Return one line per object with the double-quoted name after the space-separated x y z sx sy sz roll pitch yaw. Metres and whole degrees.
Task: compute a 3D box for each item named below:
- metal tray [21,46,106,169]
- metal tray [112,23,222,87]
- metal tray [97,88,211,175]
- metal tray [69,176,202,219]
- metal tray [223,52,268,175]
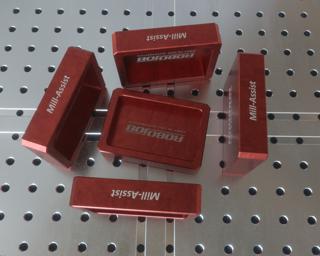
-0.112 -0.022 0.385 0.030 0.090 0.130 17 71 6 "metal tray"
0.008 -0.093 0.411 0.131 0.090 0.030 -6 70 -2 "metal tray"
-0.006 0.003 0.407 0.131 0.030 0.090 11 70 3 "metal tray"
-0.024 0.081 0.348 0.131 0.090 0.030 3 70 1 "metal tray"
0.102 -0.015 0.383 0.030 0.090 0.130 4 70 1 "metal tray"
